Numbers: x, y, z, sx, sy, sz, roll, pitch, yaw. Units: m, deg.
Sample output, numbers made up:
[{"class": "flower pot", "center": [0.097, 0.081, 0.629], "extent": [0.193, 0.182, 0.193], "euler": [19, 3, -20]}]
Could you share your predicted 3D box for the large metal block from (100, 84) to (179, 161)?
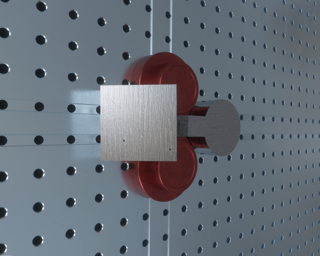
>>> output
[{"class": "large metal block", "center": [-0.020, -0.006, 0.349], "extent": [0.050, 0.080, 0.080], "euler": [-6, 96, -85]}]

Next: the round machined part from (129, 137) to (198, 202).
[{"class": "round machined part", "center": [0.011, 0.048, 0.408], "extent": [0.099, 0.042, 0.097], "euler": [0, 90, -40]}]

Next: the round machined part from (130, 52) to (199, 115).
[{"class": "round machined part", "center": [0.013, -0.052, 0.409], "extent": [0.099, 0.042, 0.097], "euler": [0, 90, -40]}]

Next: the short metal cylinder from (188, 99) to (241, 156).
[{"class": "short metal cylinder", "center": [0.073, -0.001, 0.452], "extent": [0.081, 0.050, 0.080], "euler": [0, 90, -40]}]

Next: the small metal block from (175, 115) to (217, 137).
[{"class": "small metal block", "center": [0.036, -0.002, 0.394], "extent": [0.050, 0.050, 0.025], "euler": [2, 89, -40]}]
